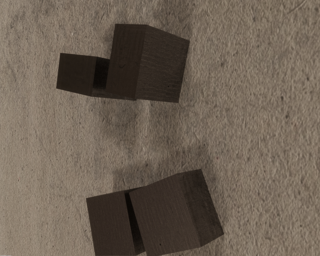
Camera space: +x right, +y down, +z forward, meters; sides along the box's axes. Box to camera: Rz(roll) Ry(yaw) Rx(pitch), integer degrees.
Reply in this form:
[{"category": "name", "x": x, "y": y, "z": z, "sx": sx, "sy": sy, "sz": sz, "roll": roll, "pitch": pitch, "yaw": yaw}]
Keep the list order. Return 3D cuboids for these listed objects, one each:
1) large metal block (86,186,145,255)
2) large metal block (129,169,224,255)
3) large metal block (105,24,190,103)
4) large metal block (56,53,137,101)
[{"category": "large metal block", "x": -0.051, "y": 0.128, "z": 0.429, "sx": 0.080, "sy": 0.050, "sz": 0.080, "roll": -19, "pitch": 78, "yaw": 38}, {"category": "large metal block", "x": 0.018, "y": 0.102, "z": 0.372, "sx": 0.080, "sy": 0.050, "sz": 0.080, "roll": -29, "pitch": 72, "yaw": 36}, {"category": "large metal block", "x": -0.014, "y": -0.076, "z": 0.379, "sx": 0.050, "sy": 0.081, "sz": 0.079, "roll": 17, "pitch": 101, "yaw": 38}, {"category": "large metal block", "x": -0.086, "y": -0.072, "z": 0.438, "sx": 0.080, "sy": 0.081, "sz": 0.050, "roll": 15, "pitch": 100, "yaw": 38}]
